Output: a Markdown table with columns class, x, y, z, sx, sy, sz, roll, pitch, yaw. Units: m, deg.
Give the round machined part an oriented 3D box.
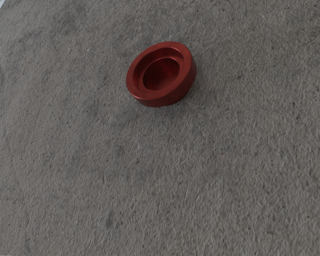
| class | x | y | z | sx | sy | sz | roll | pitch | yaw |
| --- | --- | --- | --- | --- | --- | --- | --- | --- | --- |
| round machined part | 0.005 | -0.070 | 0.434 | 0.098 | 0.042 | 0.098 | -13 | 56 | 21 |
